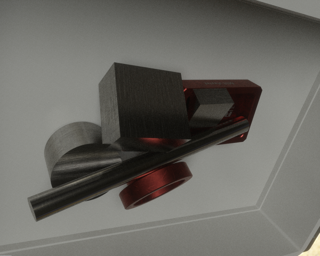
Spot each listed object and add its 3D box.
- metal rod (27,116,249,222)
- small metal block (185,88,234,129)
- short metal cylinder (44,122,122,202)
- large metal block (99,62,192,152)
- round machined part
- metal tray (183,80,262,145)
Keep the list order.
[{"bbox_3d":[-0.001,0.037,0.377,0.302,0.025,0.025,-19,127,-31],"label":"metal rod"},{"bbox_3d":[0.058,-0.025,0.397,0.050,0.025,0.050,-5,147,-26],"label":"small metal block"},{"bbox_3d":[-0.091,0.039,0.365,0.081,0.050,0.079,-14,125,-21],"label":"short metal cylinder"},{"bbox_3d":[-0.018,-0.019,0.341,0.081,0.080,0.050,3,159,-29],"label":"large metal block"},{"bbox_3d":[-0.010,0.068,0.413,0.099,0.042,0.098,-25,164,-8],"label":"round machined part"},{"bbox_3d":[0.073,-0.020,0.432,0.131,0.030,0.089,-5,121,-27],"label":"metal tray"}]
